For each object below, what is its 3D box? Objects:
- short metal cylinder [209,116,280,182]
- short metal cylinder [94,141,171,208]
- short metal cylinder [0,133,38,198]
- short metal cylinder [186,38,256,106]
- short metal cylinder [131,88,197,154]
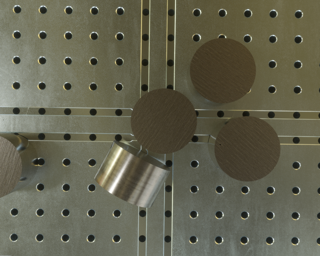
[{"bbox_3d":[0.107,0.025,0.402,0.081,0.050,0.079,0,90,0],"label":"short metal cylinder"},{"bbox_3d":[-0.034,0.056,0.386,0.080,0.080,0.050,28,90,0],"label":"short metal cylinder"},{"bbox_3d":[-0.207,0.047,0.399,0.081,0.050,0.079,0,90,0],"label":"short metal cylinder"},{"bbox_3d":[0.077,-0.070,0.401,0.081,0.050,0.079,0,90,0],"label":"short metal cylinder"},{"bbox_3d":[0.005,-0.009,0.401,0.081,0.050,0.079,0,90,0],"label":"short metal cylinder"}]
